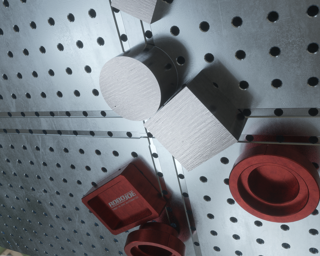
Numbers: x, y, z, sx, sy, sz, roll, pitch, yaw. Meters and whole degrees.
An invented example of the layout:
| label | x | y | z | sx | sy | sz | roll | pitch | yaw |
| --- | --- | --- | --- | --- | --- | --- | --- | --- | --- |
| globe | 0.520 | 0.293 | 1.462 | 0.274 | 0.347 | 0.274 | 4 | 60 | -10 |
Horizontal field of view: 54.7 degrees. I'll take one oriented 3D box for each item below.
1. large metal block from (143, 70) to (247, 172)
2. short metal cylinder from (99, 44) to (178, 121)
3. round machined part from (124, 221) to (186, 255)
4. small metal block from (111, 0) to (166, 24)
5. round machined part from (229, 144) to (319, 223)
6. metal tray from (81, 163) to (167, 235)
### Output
| label | x | y | z | sx | sy | sz | roll | pitch | yaw |
| --- | --- | --- | --- | --- | --- | --- | --- | --- | --- |
| large metal block | 0.042 | -0.007 | 0.369 | 0.080 | 0.050 | 0.080 | 46 | 129 | -5 |
| short metal cylinder | -0.025 | -0.055 | 0.374 | 0.080 | 0.050 | 0.079 | 13 | 124 | 21 |
| round machined part | -0.006 | 0.190 | 0.508 | 0.098 | 0.042 | 0.097 | 7 | 136 | 8 |
| small metal block | -0.020 | -0.147 | 0.331 | 0.050 | 0.025 | 0.050 | 28 | 128 | 10 |
| round machined part | 0.135 | 0.061 | 0.366 | 0.098 | 0.042 | 0.097 | 13 | 124 | 21 |
| metal tray | -0.063 | 0.123 | 0.516 | 0.090 | 0.030 | 0.130 | 49 | 129 | -7 |
